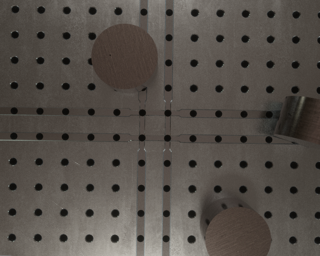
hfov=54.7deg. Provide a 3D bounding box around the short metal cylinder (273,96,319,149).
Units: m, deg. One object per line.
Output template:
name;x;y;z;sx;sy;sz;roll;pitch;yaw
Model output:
short metal cylinder;0.190;-0.004;0.388;0.080;0.080;0.050;17;90;-1

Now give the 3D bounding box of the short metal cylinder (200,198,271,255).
short metal cylinder;0.095;0.136;0.402;0.081;0.050;0.079;0;90;-1

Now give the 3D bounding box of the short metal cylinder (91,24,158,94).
short metal cylinder;-0.043;-0.087;0.400;0.081;0.050;0.079;0;90;-1
